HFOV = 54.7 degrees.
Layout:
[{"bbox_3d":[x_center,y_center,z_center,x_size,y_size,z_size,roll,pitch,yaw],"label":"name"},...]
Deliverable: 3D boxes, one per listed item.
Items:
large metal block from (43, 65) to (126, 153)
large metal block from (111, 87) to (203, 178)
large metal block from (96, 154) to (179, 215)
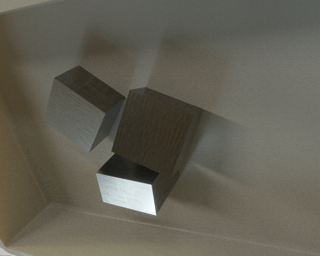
[{"bbox_3d":[-0.106,-0.026,0.430,0.080,0.050,0.079,35,129,5],"label":"large metal block"},{"bbox_3d":[-0.003,0.003,0.379,0.080,0.050,0.079,23,107,14],"label":"large metal block"},{"bbox_3d":[-0.027,0.065,0.426,0.080,0.080,0.050,7,122,24],"label":"large metal block"}]
